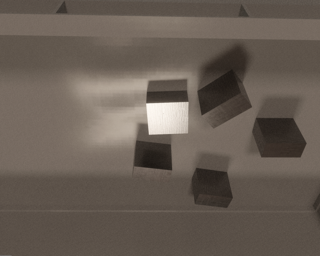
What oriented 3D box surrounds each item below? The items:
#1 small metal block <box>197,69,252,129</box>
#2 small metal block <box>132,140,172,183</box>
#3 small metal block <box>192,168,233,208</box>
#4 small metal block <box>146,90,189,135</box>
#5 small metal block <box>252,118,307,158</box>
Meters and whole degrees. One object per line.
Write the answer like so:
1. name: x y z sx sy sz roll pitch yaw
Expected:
1. small metal block: 0.074 -0.035 0.365 0.050 0.050 0.025 -31 124 23
2. small metal block: -0.011 0.046 0.432 0.050 0.050 0.025 7 130 -7
3. small metal block: 0.078 0.091 0.471 0.050 0.050 0.025 9 130 -8
4. small metal block: 0.010 -0.019 0.393 0.050 0.025 0.050 -2 130 1
5. small metal block: 0.154 0.012 0.405 0.050 0.050 0.025 0 130 -1
